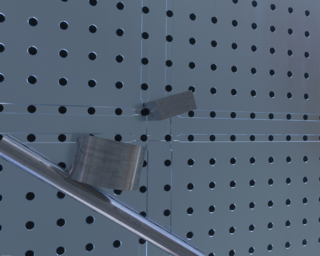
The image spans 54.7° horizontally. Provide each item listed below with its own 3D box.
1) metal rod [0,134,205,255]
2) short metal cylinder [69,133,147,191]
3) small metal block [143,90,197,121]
[{"bbox_3d":[-0.062,0.101,0.389,0.301,0.025,0.025,36,79,-17],"label":"metal rod"},{"bbox_3d":[-0.060,0.039,0.361,0.081,0.080,0.050,13,86,-20],"label":"short metal cylinder"},{"bbox_3d":[0.012,-0.029,0.404,0.050,0.050,0.025,-18,97,-19],"label":"small metal block"}]
